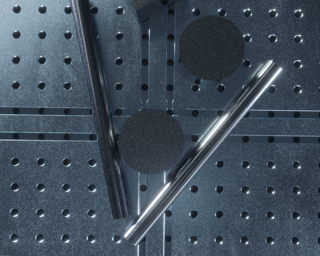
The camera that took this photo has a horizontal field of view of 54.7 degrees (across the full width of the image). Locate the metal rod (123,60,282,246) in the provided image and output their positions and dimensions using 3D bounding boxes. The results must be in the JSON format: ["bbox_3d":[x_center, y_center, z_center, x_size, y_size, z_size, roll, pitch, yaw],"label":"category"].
[{"bbox_3d":[0.057,0.033,0.413,0.025,0.025,0.300,40,90,0],"label":"metal rod"}]

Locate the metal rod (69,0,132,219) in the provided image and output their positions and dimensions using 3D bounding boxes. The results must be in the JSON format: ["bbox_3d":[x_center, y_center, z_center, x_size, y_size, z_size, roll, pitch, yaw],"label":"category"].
[{"bbox_3d":[-0.079,-0.029,0.412,0.025,0.025,0.298,-11,90,0],"label":"metal rod"}]

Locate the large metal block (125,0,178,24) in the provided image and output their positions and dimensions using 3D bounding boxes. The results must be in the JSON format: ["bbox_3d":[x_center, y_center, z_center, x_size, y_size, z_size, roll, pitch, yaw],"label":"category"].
[{"bbox_3d":[-0.016,-0.197,0.400,0.080,0.050,0.080,-32,90,0],"label":"large metal block"}]

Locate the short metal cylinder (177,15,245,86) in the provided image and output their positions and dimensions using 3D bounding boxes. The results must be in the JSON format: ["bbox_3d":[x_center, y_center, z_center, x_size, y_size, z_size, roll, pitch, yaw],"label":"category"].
[{"bbox_3d":[0.063,-0.097,0.401,0.081,0.050,0.079,0,90,0],"label":"short metal cylinder"}]

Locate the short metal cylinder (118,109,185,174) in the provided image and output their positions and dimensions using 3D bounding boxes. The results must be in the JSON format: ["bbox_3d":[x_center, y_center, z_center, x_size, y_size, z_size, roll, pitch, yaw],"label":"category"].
[{"bbox_3d":[-0.010,0.017,0.401,0.081,0.050,0.079,0,90,0],"label":"short metal cylinder"}]
